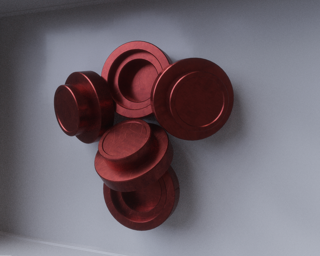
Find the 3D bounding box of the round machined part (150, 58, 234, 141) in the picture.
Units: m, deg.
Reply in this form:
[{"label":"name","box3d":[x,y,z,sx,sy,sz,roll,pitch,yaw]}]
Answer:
[{"label":"round machined part","box3d":[0.040,-0.033,0.361,0.099,0.042,0.097,-2,101,-10]}]

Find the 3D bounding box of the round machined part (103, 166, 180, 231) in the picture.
[{"label":"round machined part","box3d":[-0.021,0.080,0.406,0.098,0.042,0.097,0,90,20]}]

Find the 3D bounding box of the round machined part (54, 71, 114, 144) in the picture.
[{"label":"round machined part","box3d":[-0.107,-0.026,0.414,0.098,0.042,0.097,17,113,44]}]

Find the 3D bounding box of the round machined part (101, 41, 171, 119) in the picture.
[{"label":"round machined part","box3d":[-0.024,-0.061,0.407,0.098,0.042,0.097,0,90,20]}]

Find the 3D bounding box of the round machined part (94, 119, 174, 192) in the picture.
[{"label":"round machined part","box3d":[-0.036,0.026,0.382,0.098,0.098,0.042,-7,132,20]}]
